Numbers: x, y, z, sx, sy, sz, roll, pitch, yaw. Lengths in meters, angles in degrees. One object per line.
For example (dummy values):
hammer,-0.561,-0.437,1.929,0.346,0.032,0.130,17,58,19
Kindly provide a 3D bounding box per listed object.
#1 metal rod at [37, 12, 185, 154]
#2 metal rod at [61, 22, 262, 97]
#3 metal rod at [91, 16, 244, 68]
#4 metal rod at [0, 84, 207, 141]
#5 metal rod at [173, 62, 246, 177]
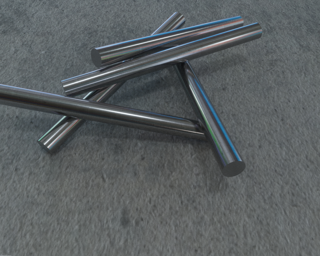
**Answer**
metal rod,-0.055,-0.079,0.449,0.025,0.025,0.301,29,61,21
metal rod,0.014,-0.100,0.437,0.302,0.025,0.025,-21,53,-16
metal rod,0.031,-0.141,0.482,0.302,0.025,0.025,-25,54,-35
metal rod,-0.074,-0.020,0.386,0.302,0.025,0.025,10,50,-5
metal rod,0.045,-0.056,0.425,0.025,0.025,0.300,-9,43,-8
